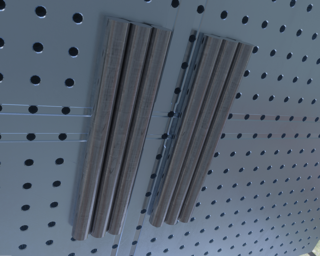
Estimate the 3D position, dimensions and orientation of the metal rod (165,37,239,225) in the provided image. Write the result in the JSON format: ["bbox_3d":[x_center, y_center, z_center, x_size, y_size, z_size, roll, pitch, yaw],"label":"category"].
[{"bbox_3d":[0.052,0.020,0.450,0.025,0.025,0.298,1,118,-29],"label":"metal rod"}]

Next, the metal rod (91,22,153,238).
[{"bbox_3d":[-0.055,0.021,0.392,0.025,0.025,0.298,1,118,-29],"label":"metal rod"}]

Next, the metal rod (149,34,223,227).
[{"bbox_3d":[0.030,0.020,0.438,0.025,0.025,0.298,1,118,-29],"label":"metal rod"}]

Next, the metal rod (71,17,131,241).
[{"bbox_3d":[-0.078,0.020,0.380,0.025,0.025,0.298,1,118,-29],"label":"metal rod"}]

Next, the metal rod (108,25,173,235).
[{"bbox_3d":[-0.033,0.021,0.404,0.025,0.025,0.298,1,118,-29],"label":"metal rod"}]

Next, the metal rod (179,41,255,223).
[{"bbox_3d":[0.075,0.021,0.463,0.025,0.025,0.298,1,118,-29],"label":"metal rod"}]
